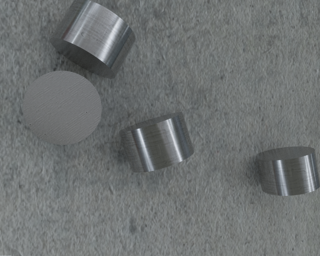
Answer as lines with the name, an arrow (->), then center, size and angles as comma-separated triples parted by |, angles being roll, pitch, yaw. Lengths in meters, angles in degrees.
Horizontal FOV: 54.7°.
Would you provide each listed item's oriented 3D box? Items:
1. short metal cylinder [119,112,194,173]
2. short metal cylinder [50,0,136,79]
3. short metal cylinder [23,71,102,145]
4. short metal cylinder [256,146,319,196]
short metal cylinder -> -0.004, 0.016, 0.379 | 0.081, 0.080, 0.050 | -19, 97, -19
short metal cylinder -> -0.075, -0.099, 0.352 | 0.080, 0.080, 0.050 | 30, 80, -18
short metal cylinder -> -0.111, -0.022, 0.355 | 0.081, 0.050, 0.079 | 0, 90, -21
short metal cylinder -> 0.185, 0.061, 0.450 | 0.081, 0.080, 0.050 | -13, 95, -20
